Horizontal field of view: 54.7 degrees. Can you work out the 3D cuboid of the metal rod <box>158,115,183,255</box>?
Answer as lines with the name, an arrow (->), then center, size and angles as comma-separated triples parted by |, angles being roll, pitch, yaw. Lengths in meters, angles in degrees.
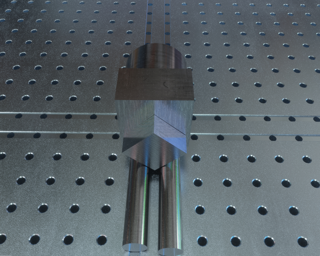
metal rod -> 0.012, 0.008, 0.403 | 0.025, 0.025, 0.300 | 1, 50, 0

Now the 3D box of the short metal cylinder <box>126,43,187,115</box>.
short metal cylinder -> -0.005, -0.060, 0.394 | 0.081, 0.080, 0.050 | 1, 50, 0

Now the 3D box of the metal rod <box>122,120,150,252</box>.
metal rod -> -0.023, 0.005, 0.405 | 0.025, 0.025, 0.300 | 1, 50, 0

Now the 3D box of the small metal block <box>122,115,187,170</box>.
small metal block -> -0.006, 0.018, 0.346 | 0.050, 0.050, 0.025 | 33, 41, -33

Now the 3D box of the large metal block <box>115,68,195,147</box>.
large metal block -> -0.005, -0.022, 0.358 | 0.081, 0.080, 0.050 | 0, 50, 0
